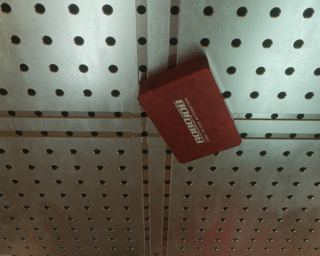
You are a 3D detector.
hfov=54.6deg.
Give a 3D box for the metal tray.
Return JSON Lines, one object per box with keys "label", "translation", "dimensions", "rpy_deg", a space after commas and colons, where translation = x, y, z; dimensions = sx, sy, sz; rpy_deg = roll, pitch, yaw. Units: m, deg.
{"label": "metal tray", "translation": [0.040, -0.017, 0.394], "dimensions": [0.090, 0.030, 0.130], "rpy_deg": [-21, 127, 16]}
